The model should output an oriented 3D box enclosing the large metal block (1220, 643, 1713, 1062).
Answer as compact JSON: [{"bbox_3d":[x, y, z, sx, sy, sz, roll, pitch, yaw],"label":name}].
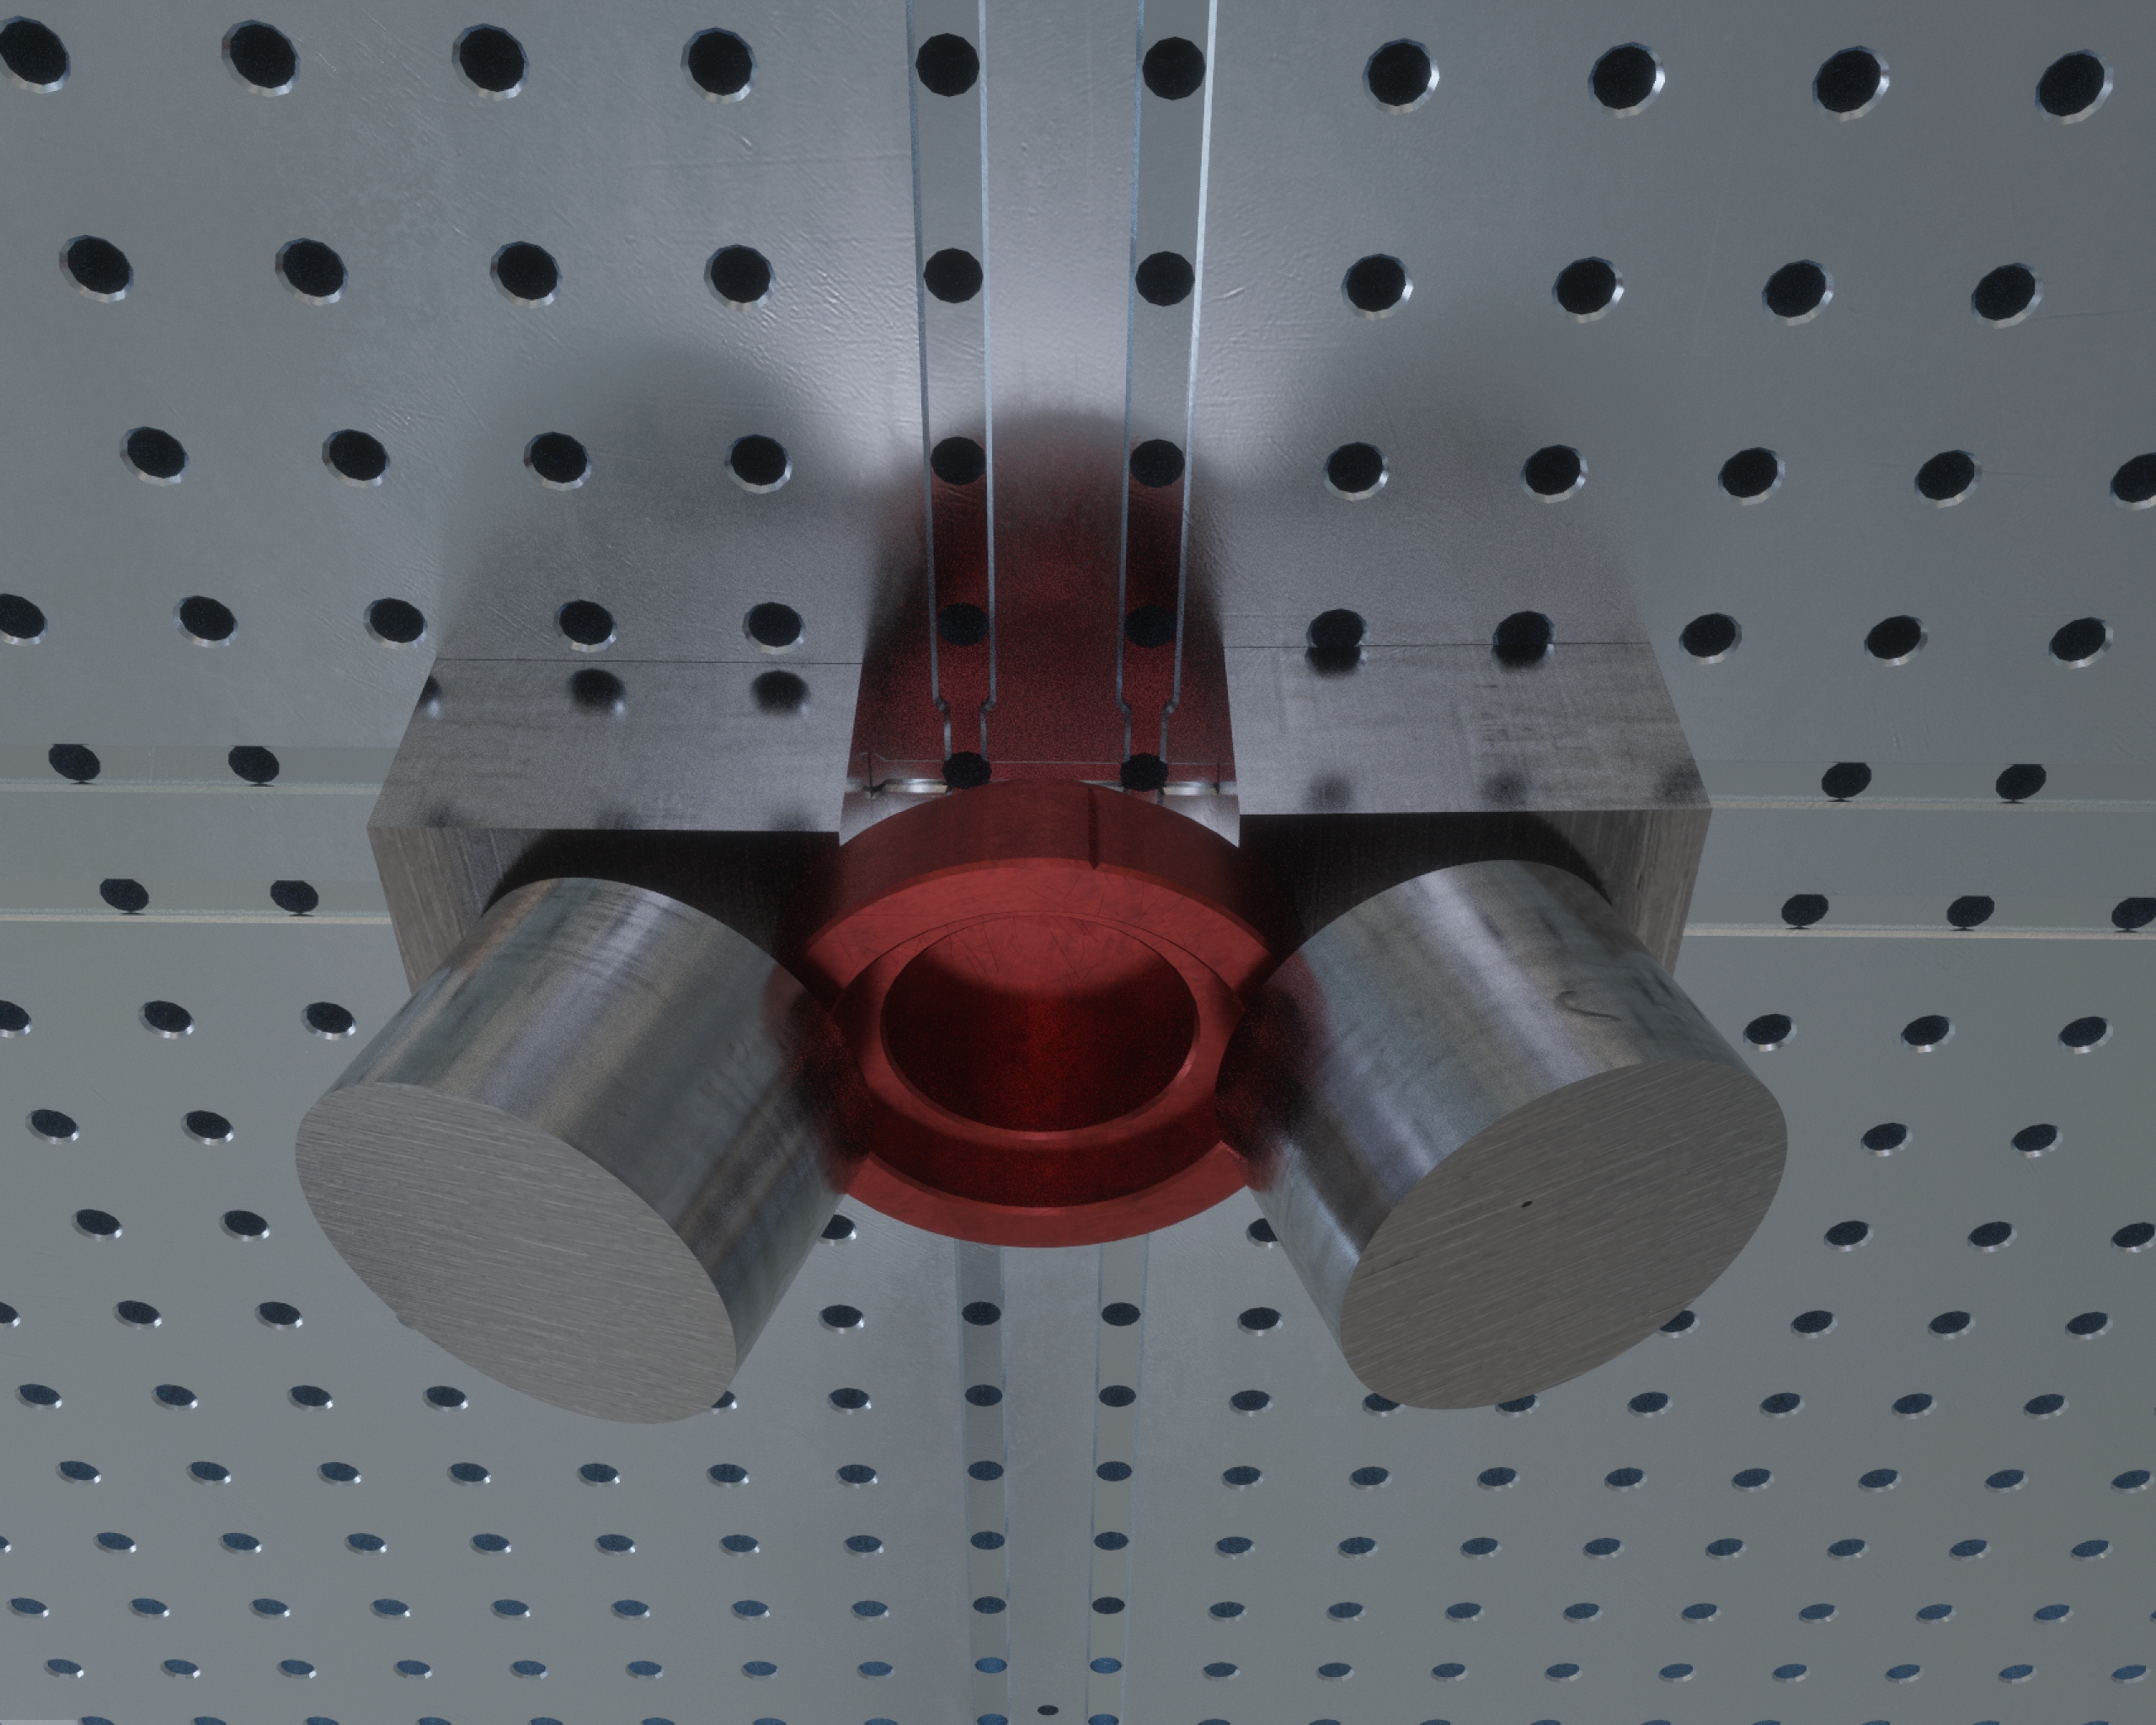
[{"bbox_3d":[0.068,0.005,0.400,0.080,0.050,0.079,-1,130,0],"label":"large metal block"}]

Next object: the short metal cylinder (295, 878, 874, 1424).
[{"bbox_3d":[-0.082,0.049,0.353,0.080,0.050,0.079,14,133,16],"label":"short metal cylinder"}]

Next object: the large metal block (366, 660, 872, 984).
[{"bbox_3d":[-0.082,0.008,0.401,0.081,0.050,0.079,0,130,-1],"label":"large metal block"}]

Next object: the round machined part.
[{"bbox_3d":[-0.007,0.023,0.381,0.099,0.042,0.097,0,130,0],"label":"round machined part"}]

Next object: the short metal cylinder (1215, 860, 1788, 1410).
[{"bbox_3d":[0.070,0.046,0.352,0.081,0.050,0.079,-13,132,-15],"label":"short metal cylinder"}]
